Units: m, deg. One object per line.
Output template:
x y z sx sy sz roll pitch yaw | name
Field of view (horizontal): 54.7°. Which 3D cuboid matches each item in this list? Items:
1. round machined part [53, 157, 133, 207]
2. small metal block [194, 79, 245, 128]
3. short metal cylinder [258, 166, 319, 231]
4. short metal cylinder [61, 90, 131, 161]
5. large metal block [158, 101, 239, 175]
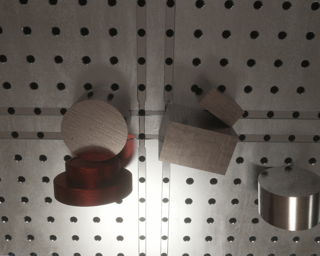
-0.085 0.061 0.397 0.099 0.098 0.042 -1 99 0 | round machined part
0.073 -0.032 0.389 0.050 0.050 0.025 35 106 -12 | small metal block
0.176 0.093 0.421 0.080 0.080 0.050 -7 110 2 | short metal cylinder
-0.079 -0.004 0.397 0.081 0.050 0.079 0 110 -1 | short metal cylinder
0.043 0.010 0.388 0.081 0.080 0.050 13 110 -5 | large metal block
